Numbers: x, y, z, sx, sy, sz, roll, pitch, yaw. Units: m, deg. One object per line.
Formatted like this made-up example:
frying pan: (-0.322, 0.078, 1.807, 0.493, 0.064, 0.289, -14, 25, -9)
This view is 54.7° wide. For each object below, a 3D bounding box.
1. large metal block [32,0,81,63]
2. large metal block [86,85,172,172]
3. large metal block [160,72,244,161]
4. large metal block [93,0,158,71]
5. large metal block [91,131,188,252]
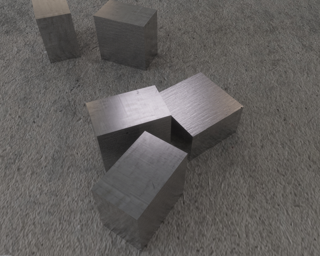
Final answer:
large metal block: (-0.169, -0.167, 0.506, 0.050, 0.080, 0.080, -16, 52, -13)
large metal block: (-0.034, 0.005, 0.363, 0.081, 0.080, 0.050, -17, 52, -14)
large metal block: (0.046, -0.017, 0.401, 0.081, 0.050, 0.080, -29, 56, -22)
large metal block: (-0.051, -0.146, 0.489, 0.080, 0.080, 0.050, 17, 52, 14)
large metal block: (-0.017, 0.064, 0.313, 0.050, 0.080, 0.080, 27, 55, 21)
